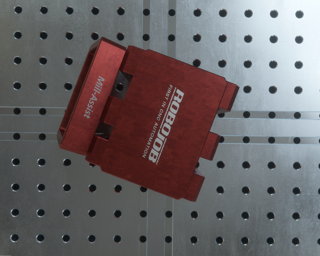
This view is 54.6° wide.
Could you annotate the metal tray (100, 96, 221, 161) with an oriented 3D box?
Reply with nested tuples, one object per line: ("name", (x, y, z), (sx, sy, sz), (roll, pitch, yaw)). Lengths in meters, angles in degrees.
("metal tray", (0.000, 0.001, 0.380), (0.131, 0.090, 0.030), (20, 89, -1))

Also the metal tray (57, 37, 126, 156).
("metal tray", (-0.087, -0.039, 0.378), (0.030, 0.090, 0.129), (21, 90, -22))

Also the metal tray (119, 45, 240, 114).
("metal tray", (0.022, -0.055, 0.380), (0.131, 0.090, 0.030), (21, 91, 0))

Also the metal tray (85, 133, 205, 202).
("metal tray", (-0.016, 0.044, 0.380), (0.131, 0.090, 0.030), (21, 91, 0))

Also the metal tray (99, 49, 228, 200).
("metal tray", (0.003, -0.004, 0.320), (0.090, 0.030, 0.129), (21, 90, 0))
